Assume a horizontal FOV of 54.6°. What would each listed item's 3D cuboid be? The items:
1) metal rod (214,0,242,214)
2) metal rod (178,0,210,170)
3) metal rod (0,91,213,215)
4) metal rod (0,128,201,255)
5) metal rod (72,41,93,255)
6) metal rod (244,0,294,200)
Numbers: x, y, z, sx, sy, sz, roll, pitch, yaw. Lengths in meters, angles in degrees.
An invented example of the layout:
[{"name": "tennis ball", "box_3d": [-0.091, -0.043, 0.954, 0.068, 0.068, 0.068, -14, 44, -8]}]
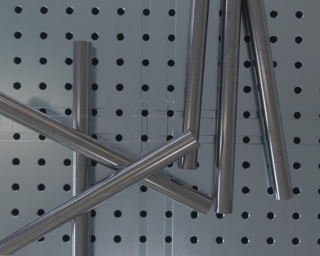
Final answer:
[{"name": "metal rod", "box_3d": [0.091, -0.038, 0.413, 0.025, 0.025, 0.298, 2, 90, 0]}, {"name": "metal rod", "box_3d": [0.048, -0.095, 0.413, 0.025, 0.025, 0.298, 4, 90, 0]}, {"name": "metal rod", "box_3d": [-0.068, 0.035, 0.392, 0.301, 0.025, 0.025, 28, 90, -9]}, {"name": "metal rod", "box_3d": [-0.086, 0.087, 0.382, 0.300, 0.025, 0.025, -31, 90, 10]}, {"name": "metal rod", "box_3d": [-0.104, 0.036, 0.412, 0.025, 0.025, 0.298, 0, 90, 0]}, {"name": "metal rod", "box_3d": [0.143, -0.055, 0.414, 0.025, 0.025, 0.298, -9, 90, 0]}]
